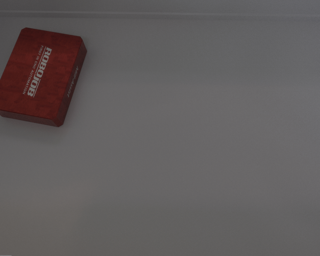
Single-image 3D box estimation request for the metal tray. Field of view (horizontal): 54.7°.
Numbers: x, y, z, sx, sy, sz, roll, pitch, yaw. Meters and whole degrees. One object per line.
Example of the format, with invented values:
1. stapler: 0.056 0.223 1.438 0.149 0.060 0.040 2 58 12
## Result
1. metal tray: -0.165 -0.073 0.432 0.090 0.030 0.130 11 70 4
